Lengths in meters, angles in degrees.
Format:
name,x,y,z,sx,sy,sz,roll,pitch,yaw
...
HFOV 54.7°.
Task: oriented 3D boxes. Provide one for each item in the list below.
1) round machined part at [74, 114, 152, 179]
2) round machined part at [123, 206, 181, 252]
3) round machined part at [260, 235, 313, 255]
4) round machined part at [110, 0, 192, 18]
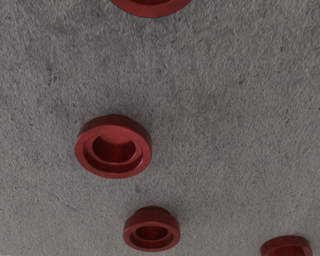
name,x,y,z,sx,sy,sz,roll,pitch,yaw
round machined part,-0.060,0.020,0.413,0.099,0.042,0.097,0,130,0
round machined part,-0.014,0.174,0.544,0.099,0.042,0.097,0,130,0
round machined part,0.255,0.260,0.619,0.099,0.042,0.097,0,130,0
round machined part,-0.008,-0.151,0.267,0.099,0.042,0.097,0,130,0
